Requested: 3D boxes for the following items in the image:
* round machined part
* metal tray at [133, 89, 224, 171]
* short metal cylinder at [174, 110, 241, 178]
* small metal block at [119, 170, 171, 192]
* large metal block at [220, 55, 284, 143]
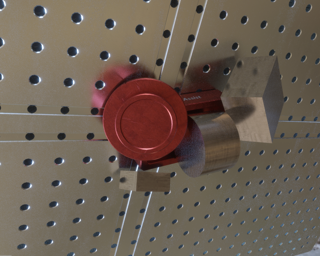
[{"bbox_3d":[-0.016,-0.008,0.357,0.099,0.042,0.097,-1,103,-5],"label":"round machined part"},{"bbox_3d":[0.030,0.001,0.422,0.131,0.030,0.089,-11,123,-23],"label":"metal tray"},{"bbox_3d":[0.057,0.019,0.398,0.050,0.080,0.079,-9,123,-25],"label":"short metal cylinder"},{"bbox_3d":[-0.021,0.072,0.421,0.050,0.050,0.025,8,80,-31],"label":"small metal block"},{"bbox_3d":[0.126,-0.038,0.410,0.080,0.050,0.080,-60,139,-33],"label":"large metal block"}]
